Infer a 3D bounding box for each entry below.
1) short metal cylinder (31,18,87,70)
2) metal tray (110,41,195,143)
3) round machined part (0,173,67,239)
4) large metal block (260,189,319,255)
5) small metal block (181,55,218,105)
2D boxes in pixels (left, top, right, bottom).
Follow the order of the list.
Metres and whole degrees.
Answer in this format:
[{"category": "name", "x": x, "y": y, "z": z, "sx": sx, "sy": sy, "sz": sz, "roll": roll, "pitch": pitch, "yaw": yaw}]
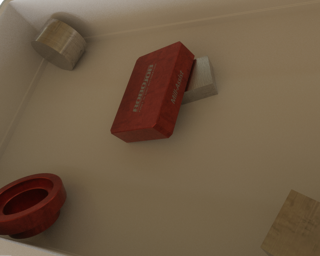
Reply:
[{"category": "short metal cylinder", "x": -0.179, "y": -0.147, "z": 0.552, "sx": 0.080, "sy": 0.080, "sz": 0.050, "roll": 16, "pitch": 70, "yaw": 34}, {"category": "metal tray", "x": -0.010, "y": -0.047, "z": 0.418, "sx": 0.090, "sy": 0.030, "sz": 0.130, "roll": -8, "pitch": 56, "yaw": 45}, {"category": "round machined part", "x": -0.169, "y": 0.103, "z": 0.399, "sx": 0.099, "sy": 0.042, "sz": 0.098, "roll": -10, "pitch": 24, "yaw": 5}, {"category": "large metal block", "x": 0.133, "y": 0.099, "z": 0.240, "sx": 0.080, "sy": 0.080, "sz": 0.050, "roll": 25, "pitch": 75, "yaw": 36}, {"category": "small metal block", "x": 0.047, "y": -0.065, "z": 0.420, "sx": 0.050, "sy": 0.025, "sz": 0.050, "roll": -16, "pitch": 55, "yaw": 18}]
